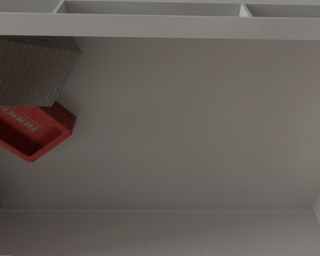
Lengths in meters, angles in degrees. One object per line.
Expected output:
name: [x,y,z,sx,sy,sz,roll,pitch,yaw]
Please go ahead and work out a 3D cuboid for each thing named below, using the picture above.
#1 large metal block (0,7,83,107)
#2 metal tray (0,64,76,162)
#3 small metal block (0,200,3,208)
large metal block: [-0.139,-0.067,0.309,0.081,0.050,0.080,-4,144,-49]
metal tray: [-0.185,-0.019,0.386,0.090,0.030,0.130,-32,124,24]
small metal block: [-0.269,0.107,0.463,0.025,0.050,0.050,-29,89,-4]
